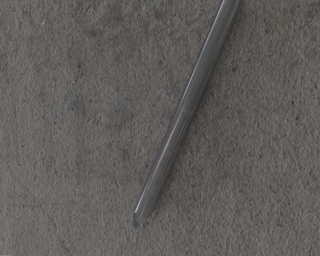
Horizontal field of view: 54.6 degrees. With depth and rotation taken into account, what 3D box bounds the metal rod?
[{"bbox_3d":[0.033,-0.023,0.397,0.025,0.025,0.299,25,98,18],"label":"metal rod"}]
